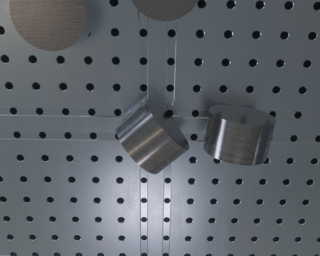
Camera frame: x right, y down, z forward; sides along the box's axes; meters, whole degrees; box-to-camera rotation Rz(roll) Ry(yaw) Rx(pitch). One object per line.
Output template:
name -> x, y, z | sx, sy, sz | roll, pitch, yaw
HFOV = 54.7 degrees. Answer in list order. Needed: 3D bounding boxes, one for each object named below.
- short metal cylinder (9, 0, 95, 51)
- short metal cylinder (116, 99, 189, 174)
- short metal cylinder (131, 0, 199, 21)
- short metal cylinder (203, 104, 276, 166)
short metal cylinder -> -0.118, -0.130, 0.351 | 0.081, 0.050, 0.079 | 0, 110, 0
short metal cylinder -> -0.008, 0.011, 0.388 | 0.050, 0.080, 0.080 | -40, 106, 13
short metal cylinder -> 0.005, -0.160, 0.341 | 0.081, 0.050, 0.079 | 0, 110, 0
short metal cylinder -> 0.098, 0.006, 0.387 | 0.081, 0.080, 0.050 | 6, 110, -2
